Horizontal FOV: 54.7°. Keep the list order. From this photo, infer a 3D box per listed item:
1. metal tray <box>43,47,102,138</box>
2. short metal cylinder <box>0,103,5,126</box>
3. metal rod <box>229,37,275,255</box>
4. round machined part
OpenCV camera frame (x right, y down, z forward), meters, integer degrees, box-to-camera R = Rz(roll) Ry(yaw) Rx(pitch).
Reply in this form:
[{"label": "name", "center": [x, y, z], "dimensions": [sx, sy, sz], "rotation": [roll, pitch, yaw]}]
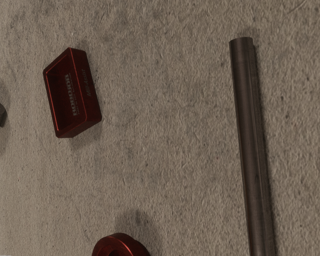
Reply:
[{"label": "metal tray", "center": [-0.151, -0.057, 0.522], "dimensions": [0.090, 0.030, 0.129], "rotation": [-26, 74, 36]}, {"label": "short metal cylinder", "center": [-0.397, -0.029, 0.692], "dimensions": [0.080, 0.081, 0.050], "rotation": [42, 115, 31]}, {"label": "metal rod", "center": [0.099, 0.055, 0.322], "dimensions": [0.025, 0.025, 0.298], "rotation": [-8, 85, 39]}, {"label": "round machined part", "center": [-0.049, 0.195, 0.432], "dimensions": [0.098, 0.042, 0.097], "rotation": [0, 90, 39]}]
